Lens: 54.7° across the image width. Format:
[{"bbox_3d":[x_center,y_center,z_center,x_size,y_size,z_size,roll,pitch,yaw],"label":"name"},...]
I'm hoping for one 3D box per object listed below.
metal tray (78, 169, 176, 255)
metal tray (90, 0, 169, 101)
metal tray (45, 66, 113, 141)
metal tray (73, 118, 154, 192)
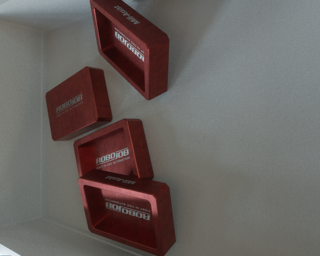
[{"bbox_3d":[-0.046,0.109,0.414,0.130,0.030,0.089,5,111,32],"label":"metal tray"},{"bbox_3d":[-0.041,-0.108,0.406,0.130,0.030,0.090,45,153,30],"label":"metal tray"},{"bbox_3d":[-0.140,-0.037,0.519,0.130,0.030,0.090,-20,77,38],"label":"metal tray"},{"bbox_3d":[-0.074,0.047,0.464,0.130,0.030,0.090,-21,77,38],"label":"metal tray"}]
